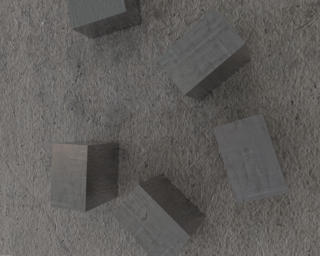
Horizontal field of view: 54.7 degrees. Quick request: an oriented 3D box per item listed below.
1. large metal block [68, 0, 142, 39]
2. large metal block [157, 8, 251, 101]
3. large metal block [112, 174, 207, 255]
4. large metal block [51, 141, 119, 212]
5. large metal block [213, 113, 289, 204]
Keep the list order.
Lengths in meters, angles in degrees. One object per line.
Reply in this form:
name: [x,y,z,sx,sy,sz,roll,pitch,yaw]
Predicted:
large metal block: [-0.077,-0.177,0.423,0.080,0.050,0.080,-10,87,19]
large metal block: [0.055,-0.079,0.360,0.080,0.080,0.050,-40,77,15]
large metal block: [0.002,0.107,0.379,0.080,0.080,0.050,43,104,15]
large metal block: [-0.097,0.059,0.414,0.050,0.080,0.079,2,91,20]
large metal block: [0.102,0.031,0.344,0.050,0.080,0.080,-19,84,19]
